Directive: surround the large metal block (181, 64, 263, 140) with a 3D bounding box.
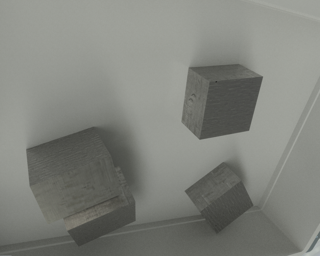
[{"bbox_3d":[0.080,-0.037,0.413,0.081,0.050,0.079,-9,122,-24],"label":"large metal block"}]

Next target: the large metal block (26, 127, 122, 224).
[{"bbox_3d":[-0.097,0.048,0.346,0.081,0.080,0.050,-20,119,-17],"label":"large metal block"}]

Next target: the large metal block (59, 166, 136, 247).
[{"bbox_3d":[-0.078,0.101,0.394,0.081,0.050,0.080,-20,151,-16],"label":"large metal block"}]

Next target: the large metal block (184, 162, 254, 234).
[{"bbox_3d":[0.100,0.118,0.520,0.080,0.050,0.080,-36,129,-4],"label":"large metal block"}]
